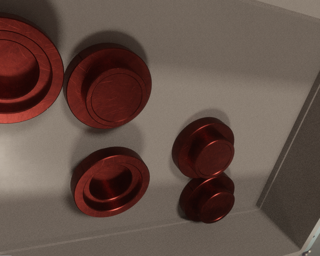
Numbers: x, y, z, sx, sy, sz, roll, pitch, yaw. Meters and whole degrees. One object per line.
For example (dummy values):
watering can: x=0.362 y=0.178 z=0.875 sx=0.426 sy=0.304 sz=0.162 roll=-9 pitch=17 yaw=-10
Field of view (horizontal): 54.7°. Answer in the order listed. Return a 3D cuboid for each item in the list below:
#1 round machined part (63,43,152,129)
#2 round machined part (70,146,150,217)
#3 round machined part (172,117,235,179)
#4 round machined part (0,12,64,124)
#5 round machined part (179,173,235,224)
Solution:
round machined part: x=-0.054 y=-0.041 z=0.344 sx=0.099 sy=0.042 sz=0.097 roll=-14 pitch=125 yaw=-21
round machined part: x=-0.067 y=0.065 z=0.403 sx=0.099 sy=0.042 sz=0.097 roll=-14 pitch=125 yaw=-21
round machined part: x=0.071 y=0.036 z=0.461 sx=0.099 sy=0.042 sz=0.097 roll=-14 pitch=125 yaw=-21
round machined part: x=-0.143 y=-0.056 z=0.285 sx=0.099 sy=0.042 sz=0.097 roll=-14 pitch=125 yaw=-21
round machined part: x=0.086 y=0.122 z=0.522 sx=0.099 sy=0.042 sz=0.097 roll=-14 pitch=125 yaw=-21
